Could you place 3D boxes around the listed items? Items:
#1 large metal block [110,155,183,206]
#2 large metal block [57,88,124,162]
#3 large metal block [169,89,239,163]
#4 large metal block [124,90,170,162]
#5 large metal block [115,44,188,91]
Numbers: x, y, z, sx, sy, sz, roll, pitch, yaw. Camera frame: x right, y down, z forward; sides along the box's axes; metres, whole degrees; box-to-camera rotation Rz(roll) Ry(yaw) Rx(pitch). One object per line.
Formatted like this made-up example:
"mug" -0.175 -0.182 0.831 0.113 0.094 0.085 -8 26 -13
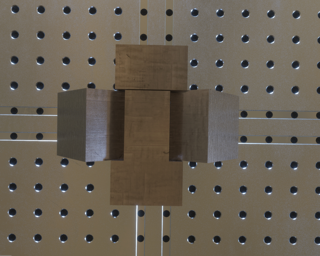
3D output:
"large metal block" -0.015 0.061 0.385 0.081 0.080 0.050 1 90 -1
"large metal block" -0.086 -0.004 0.378 0.050 0.080 0.079 0 91 -40
"large metal block" 0.056 -0.002 0.378 0.050 0.081 0.079 1 89 37
"large metal block" -0.015 -0.002 0.385 0.050 0.080 0.079 1 90 0
"large metal block" -0.010 -0.068 0.385 0.081 0.080 0.050 1 90 -1
